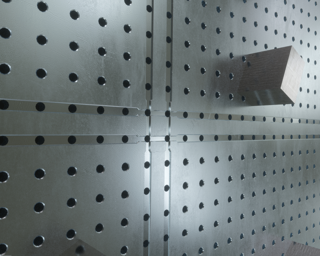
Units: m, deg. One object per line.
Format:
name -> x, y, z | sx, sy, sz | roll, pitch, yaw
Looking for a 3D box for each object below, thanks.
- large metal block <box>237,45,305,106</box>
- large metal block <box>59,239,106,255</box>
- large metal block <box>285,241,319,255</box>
large metal block -> 0.190, -0.086, 0.531 | 0.050, 0.080, 0.080 | 32, 70, -35
large metal block -> -0.068, 0.172, 0.316 | 0.050, 0.080, 0.080 | -33, 111, -35
large metal block -> 0.294, 0.285, 0.619 | 0.080, 0.080, 0.050 | -44, 117, -31
